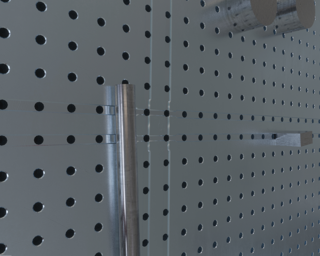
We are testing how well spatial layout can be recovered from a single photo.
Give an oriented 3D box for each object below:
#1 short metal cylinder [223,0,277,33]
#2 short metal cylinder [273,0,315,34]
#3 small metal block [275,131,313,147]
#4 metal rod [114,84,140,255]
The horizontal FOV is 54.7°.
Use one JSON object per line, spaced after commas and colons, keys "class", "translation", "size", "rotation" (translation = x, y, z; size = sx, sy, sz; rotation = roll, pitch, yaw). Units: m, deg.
{"class": "short metal cylinder", "translation": [0.152, -0.207, 0.520], "size": [0.081, 0.050, 0.079], "rotation": [0, 90, -40]}
{"class": "short metal cylinder", "translation": [0.264, -0.232, 0.614], "size": [0.081, 0.050, 0.079], "rotation": [0, 90, -40]}
{"class": "small metal block", "translation": [0.267, 0.020, 0.617], "size": [0.050, 0.050, 0.025], "rotation": [-7, 95, -40]}
{"class": "metal rod", "translation": [-0.038, 0.097, 0.377], "size": [0.025, 0.025, 0.298], "rotation": [-3, 92, -40]}
